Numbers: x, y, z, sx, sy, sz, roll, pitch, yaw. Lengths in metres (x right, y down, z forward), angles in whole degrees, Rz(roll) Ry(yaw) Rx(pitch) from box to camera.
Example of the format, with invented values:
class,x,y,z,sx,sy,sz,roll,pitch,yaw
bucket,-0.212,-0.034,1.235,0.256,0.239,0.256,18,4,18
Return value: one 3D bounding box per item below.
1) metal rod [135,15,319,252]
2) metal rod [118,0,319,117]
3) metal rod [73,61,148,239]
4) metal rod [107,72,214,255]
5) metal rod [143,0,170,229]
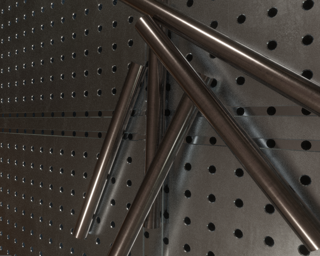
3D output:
class,x,y,z,sx,sy,sz,roll,pitch,yaw
metal rod,0.064,-0.009,0.329,0.025,0.025,0.299,-46,71,30
metal rod,0.056,-0.097,0.341,0.300,0.025,0.025,38,113,26
metal rod,-0.080,0.044,0.473,0.025,0.025,0.298,34,110,34
metal rod,-0.011,0.071,0.387,0.025,0.025,0.298,31,100,35
metal rod,-0.006,-0.018,0.411,0.025,0.025,0.298,4,92,39
